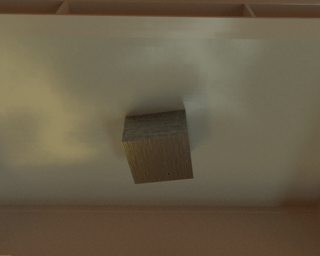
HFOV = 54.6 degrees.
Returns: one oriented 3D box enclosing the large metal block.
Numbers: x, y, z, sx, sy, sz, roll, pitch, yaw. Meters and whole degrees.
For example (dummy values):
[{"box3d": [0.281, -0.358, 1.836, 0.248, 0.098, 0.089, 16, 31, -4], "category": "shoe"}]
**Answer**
[{"box3d": [0.000, 0.026, 0.415, 0.080, 0.050, 0.080, -7, 130, 5], "category": "large metal block"}]
